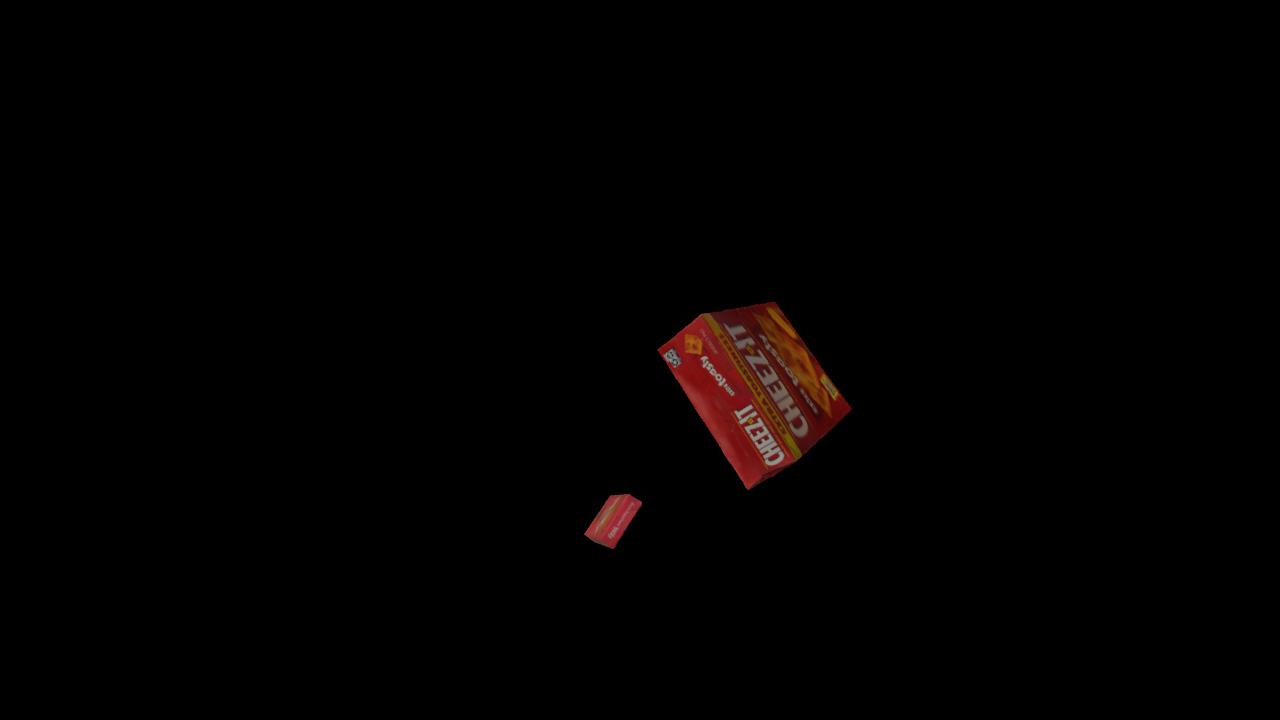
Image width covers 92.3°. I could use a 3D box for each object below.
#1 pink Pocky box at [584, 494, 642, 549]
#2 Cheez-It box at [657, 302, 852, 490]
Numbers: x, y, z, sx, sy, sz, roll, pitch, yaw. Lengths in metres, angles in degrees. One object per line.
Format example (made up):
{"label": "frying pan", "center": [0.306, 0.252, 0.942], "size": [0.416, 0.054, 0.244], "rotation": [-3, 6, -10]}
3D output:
{"label": "pink Pocky box", "center": [-0.046, 0.262, 1.008], "size": [0.029, 0.084, 0.155], "rotation": [36, -18, -4]}
{"label": "Cheez-It box", "center": [0.133, 0.024, 0.672], "size": [0.071, 0.166, 0.223], "rotation": [-39, -13, 30]}
